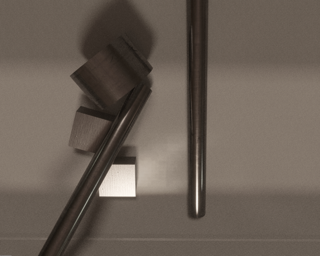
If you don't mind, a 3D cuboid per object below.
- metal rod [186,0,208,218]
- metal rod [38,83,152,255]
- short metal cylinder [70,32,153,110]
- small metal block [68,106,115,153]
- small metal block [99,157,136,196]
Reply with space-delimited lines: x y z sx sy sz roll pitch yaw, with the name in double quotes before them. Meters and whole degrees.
"metal rod" 0.049 -0.014 0.406 0.025 0.025 0.298 -2 110 0
"metal rod" -0.091 0.079 0.376 0.025 0.025 0.299 29 83 -11
"short metal cylinder" -0.055 -0.065 0.357 0.080 0.080 0.050 -35 107 12
"small metal block" -0.089 0.004 0.412 0.050 0.025 0.050 16 109 -7
"small metal block" -0.059 0.068 0.436 0.050 0.025 0.050 0 110 -1
